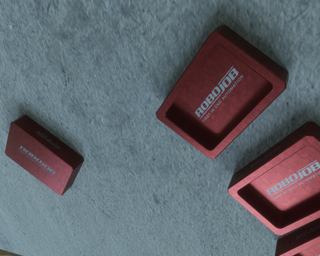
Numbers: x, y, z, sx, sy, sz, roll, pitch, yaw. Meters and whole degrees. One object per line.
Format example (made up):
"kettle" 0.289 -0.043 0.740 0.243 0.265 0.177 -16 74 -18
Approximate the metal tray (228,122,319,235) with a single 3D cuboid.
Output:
"metal tray" 0.156 0.064 0.360 0.090 0.030 0.129 41 129 -1

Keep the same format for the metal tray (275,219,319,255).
"metal tray" 0.222 0.156 0.382 0.090 0.030 0.129 39 129 1

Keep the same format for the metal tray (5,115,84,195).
"metal tray" -0.203 0.049 0.538 0.130 0.030 0.089 36 129 3

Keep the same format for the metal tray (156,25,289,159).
"metal tray" 0.064 -0.035 0.347 0.090 0.030 0.129 38 129 2
